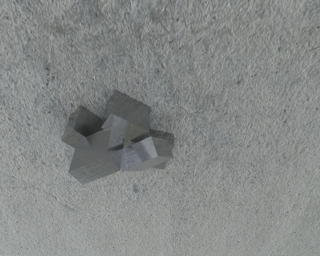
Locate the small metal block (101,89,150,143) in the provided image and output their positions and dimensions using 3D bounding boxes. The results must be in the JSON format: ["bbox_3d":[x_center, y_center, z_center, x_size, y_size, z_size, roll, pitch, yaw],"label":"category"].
[{"bbox_3d":[-0.040,-0.014,0.380,0.050,0.050,0.025,26,125,-21],"label":"small metal block"}]

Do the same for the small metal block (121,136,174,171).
[{"bbox_3d":[-0.018,0.034,0.388,0.050,0.025,0.050,-25,164,19],"label":"small metal block"}]

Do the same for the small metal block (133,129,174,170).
[{"bbox_3d":[-0.012,0.029,0.433,0.050,0.025,0.050,12,129,-11],"label":"small metal block"}]

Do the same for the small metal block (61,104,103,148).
[{"bbox_3d":[-0.092,0.006,0.396,0.025,0.050,0.050,-37,121,27],"label":"small metal block"}]

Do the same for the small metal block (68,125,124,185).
[{"bbox_3d":[-0.071,0.031,0.352,0.050,0.050,0.025,-23,127,18],"label":"small metal block"}]
